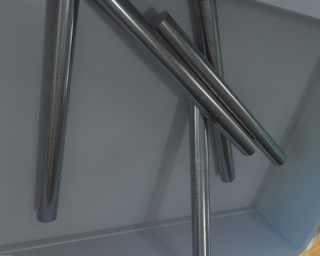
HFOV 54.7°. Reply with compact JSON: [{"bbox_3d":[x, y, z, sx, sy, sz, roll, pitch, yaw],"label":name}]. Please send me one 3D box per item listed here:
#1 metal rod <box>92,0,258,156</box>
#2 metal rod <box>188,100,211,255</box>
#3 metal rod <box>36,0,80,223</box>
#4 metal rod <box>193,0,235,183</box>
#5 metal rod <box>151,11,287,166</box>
[{"bbox_3d":[0.032,-0.052,0.354,0.025,0.025,0.301,-47,124,4],"label":"metal rod"},{"bbox_3d":[0.054,0.088,0.414,0.025,0.025,0.298,-4,95,-27],"label":"metal rod"},{"bbox_3d":[-0.113,-0.017,0.336,0.025,0.025,0.298,-1,119,-29],"label":"metal rod"},{"bbox_3d":[0.082,-0.032,0.435,0.025,0.025,0.298,-26,128,-13],"label":"metal rod"},{"bbox_3d":[0.093,-0.032,0.406,0.025,0.025,0.301,-47,124,4],"label":"metal rod"}]
